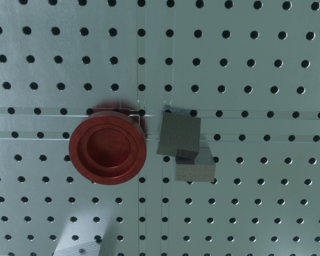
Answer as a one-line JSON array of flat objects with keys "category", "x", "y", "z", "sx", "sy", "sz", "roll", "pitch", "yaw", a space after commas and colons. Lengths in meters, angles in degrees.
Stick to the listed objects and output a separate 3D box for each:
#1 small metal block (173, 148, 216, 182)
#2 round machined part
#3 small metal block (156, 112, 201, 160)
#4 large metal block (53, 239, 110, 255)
[{"category": "small metal block", "x": 0.045, "y": 0.049, "z": 0.418, "sx": 0.050, "sy": 0.050, "sz": 0.025, "roll": 2, "pitch": 112, "yaw": -1}, {"category": "round machined part", "x": -0.067, "y": 0.023, "z": 0.412, "sx": 0.099, "sy": 0.042, "sz": 0.097, "roll": 0, "pitch": 110, "yaw": -1}, {"category": "small metal block", "x": 0.024, "y": 0.010, "z": 0.402, "sx": 0.050, "sy": 0.050, "sz": 0.025, "roll": 10, "pitch": 150, "yaw": -4}, {"category": "large metal block", "x": -0.123, "y": 0.223, "z": 0.465, "sx": 0.080, "sy": 0.080, "sz": 0.050, "roll": -16, "pitch": 110, "yaw": 5}]
